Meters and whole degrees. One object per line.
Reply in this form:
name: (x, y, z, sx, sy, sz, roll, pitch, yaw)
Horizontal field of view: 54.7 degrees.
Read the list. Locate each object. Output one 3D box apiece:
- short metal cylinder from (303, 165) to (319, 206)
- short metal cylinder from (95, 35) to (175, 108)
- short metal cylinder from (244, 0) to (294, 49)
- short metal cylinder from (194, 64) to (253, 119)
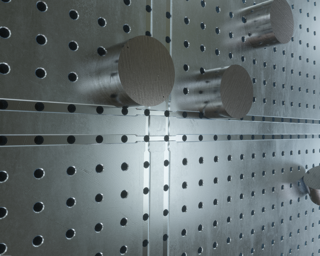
short metal cylinder: (0.364, 0.125, 0.678, 0.080, 0.080, 0.050, -43, 116, -32)
short metal cylinder: (-0.029, -0.064, 0.368, 0.081, 0.050, 0.079, 0, 90, -40)
short metal cylinder: (0.197, -0.187, 0.557, 0.081, 0.050, 0.079, 0, 90, -40)
short metal cylinder: (0.098, -0.054, 0.475, 0.081, 0.050, 0.079, 0, 90, -40)
